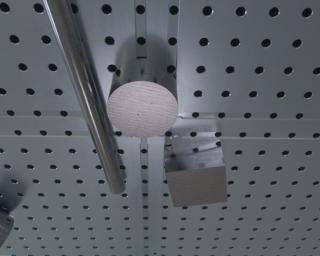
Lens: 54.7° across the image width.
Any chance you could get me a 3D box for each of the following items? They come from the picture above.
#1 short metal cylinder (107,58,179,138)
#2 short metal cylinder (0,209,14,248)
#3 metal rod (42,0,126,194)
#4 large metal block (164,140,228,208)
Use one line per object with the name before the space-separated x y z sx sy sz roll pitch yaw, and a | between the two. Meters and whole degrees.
short metal cylinder | -0.019 -0.035 0.366 0.081 0.050 0.079 0 130 0
short metal cylinder | -0.295 0.171 0.518 0.080 0.080 0.050 -29 125 22
metal rod | -0.085 -0.017 0.395 0.025 0.025 0.298 -5 130 4
large metal block | 0.053 0.068 0.454 0.080 0.050 0.080 -8 130 6
